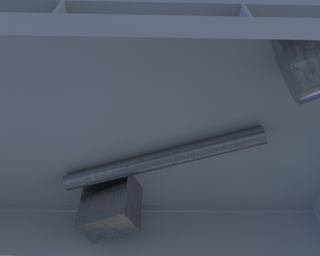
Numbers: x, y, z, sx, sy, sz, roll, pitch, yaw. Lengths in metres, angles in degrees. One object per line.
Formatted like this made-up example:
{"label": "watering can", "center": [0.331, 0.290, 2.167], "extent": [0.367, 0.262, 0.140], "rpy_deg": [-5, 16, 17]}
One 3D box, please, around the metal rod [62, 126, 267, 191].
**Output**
{"label": "metal rod", "center": [-0.001, 0.047, 0.448], "extent": [0.301, 0.025, 0.025], "rpy_deg": [-15, 129, 12]}

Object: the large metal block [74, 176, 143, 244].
{"label": "large metal block", "center": [-0.075, 0.120, 0.474], "extent": [0.080, 0.080, 0.050], "rpy_deg": [-19, 128, 15]}

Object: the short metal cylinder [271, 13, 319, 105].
{"label": "short metal cylinder", "center": [0.153, -0.069, 0.316], "extent": [0.050, 0.080, 0.080], "rpy_deg": [-21, 127, 17]}
